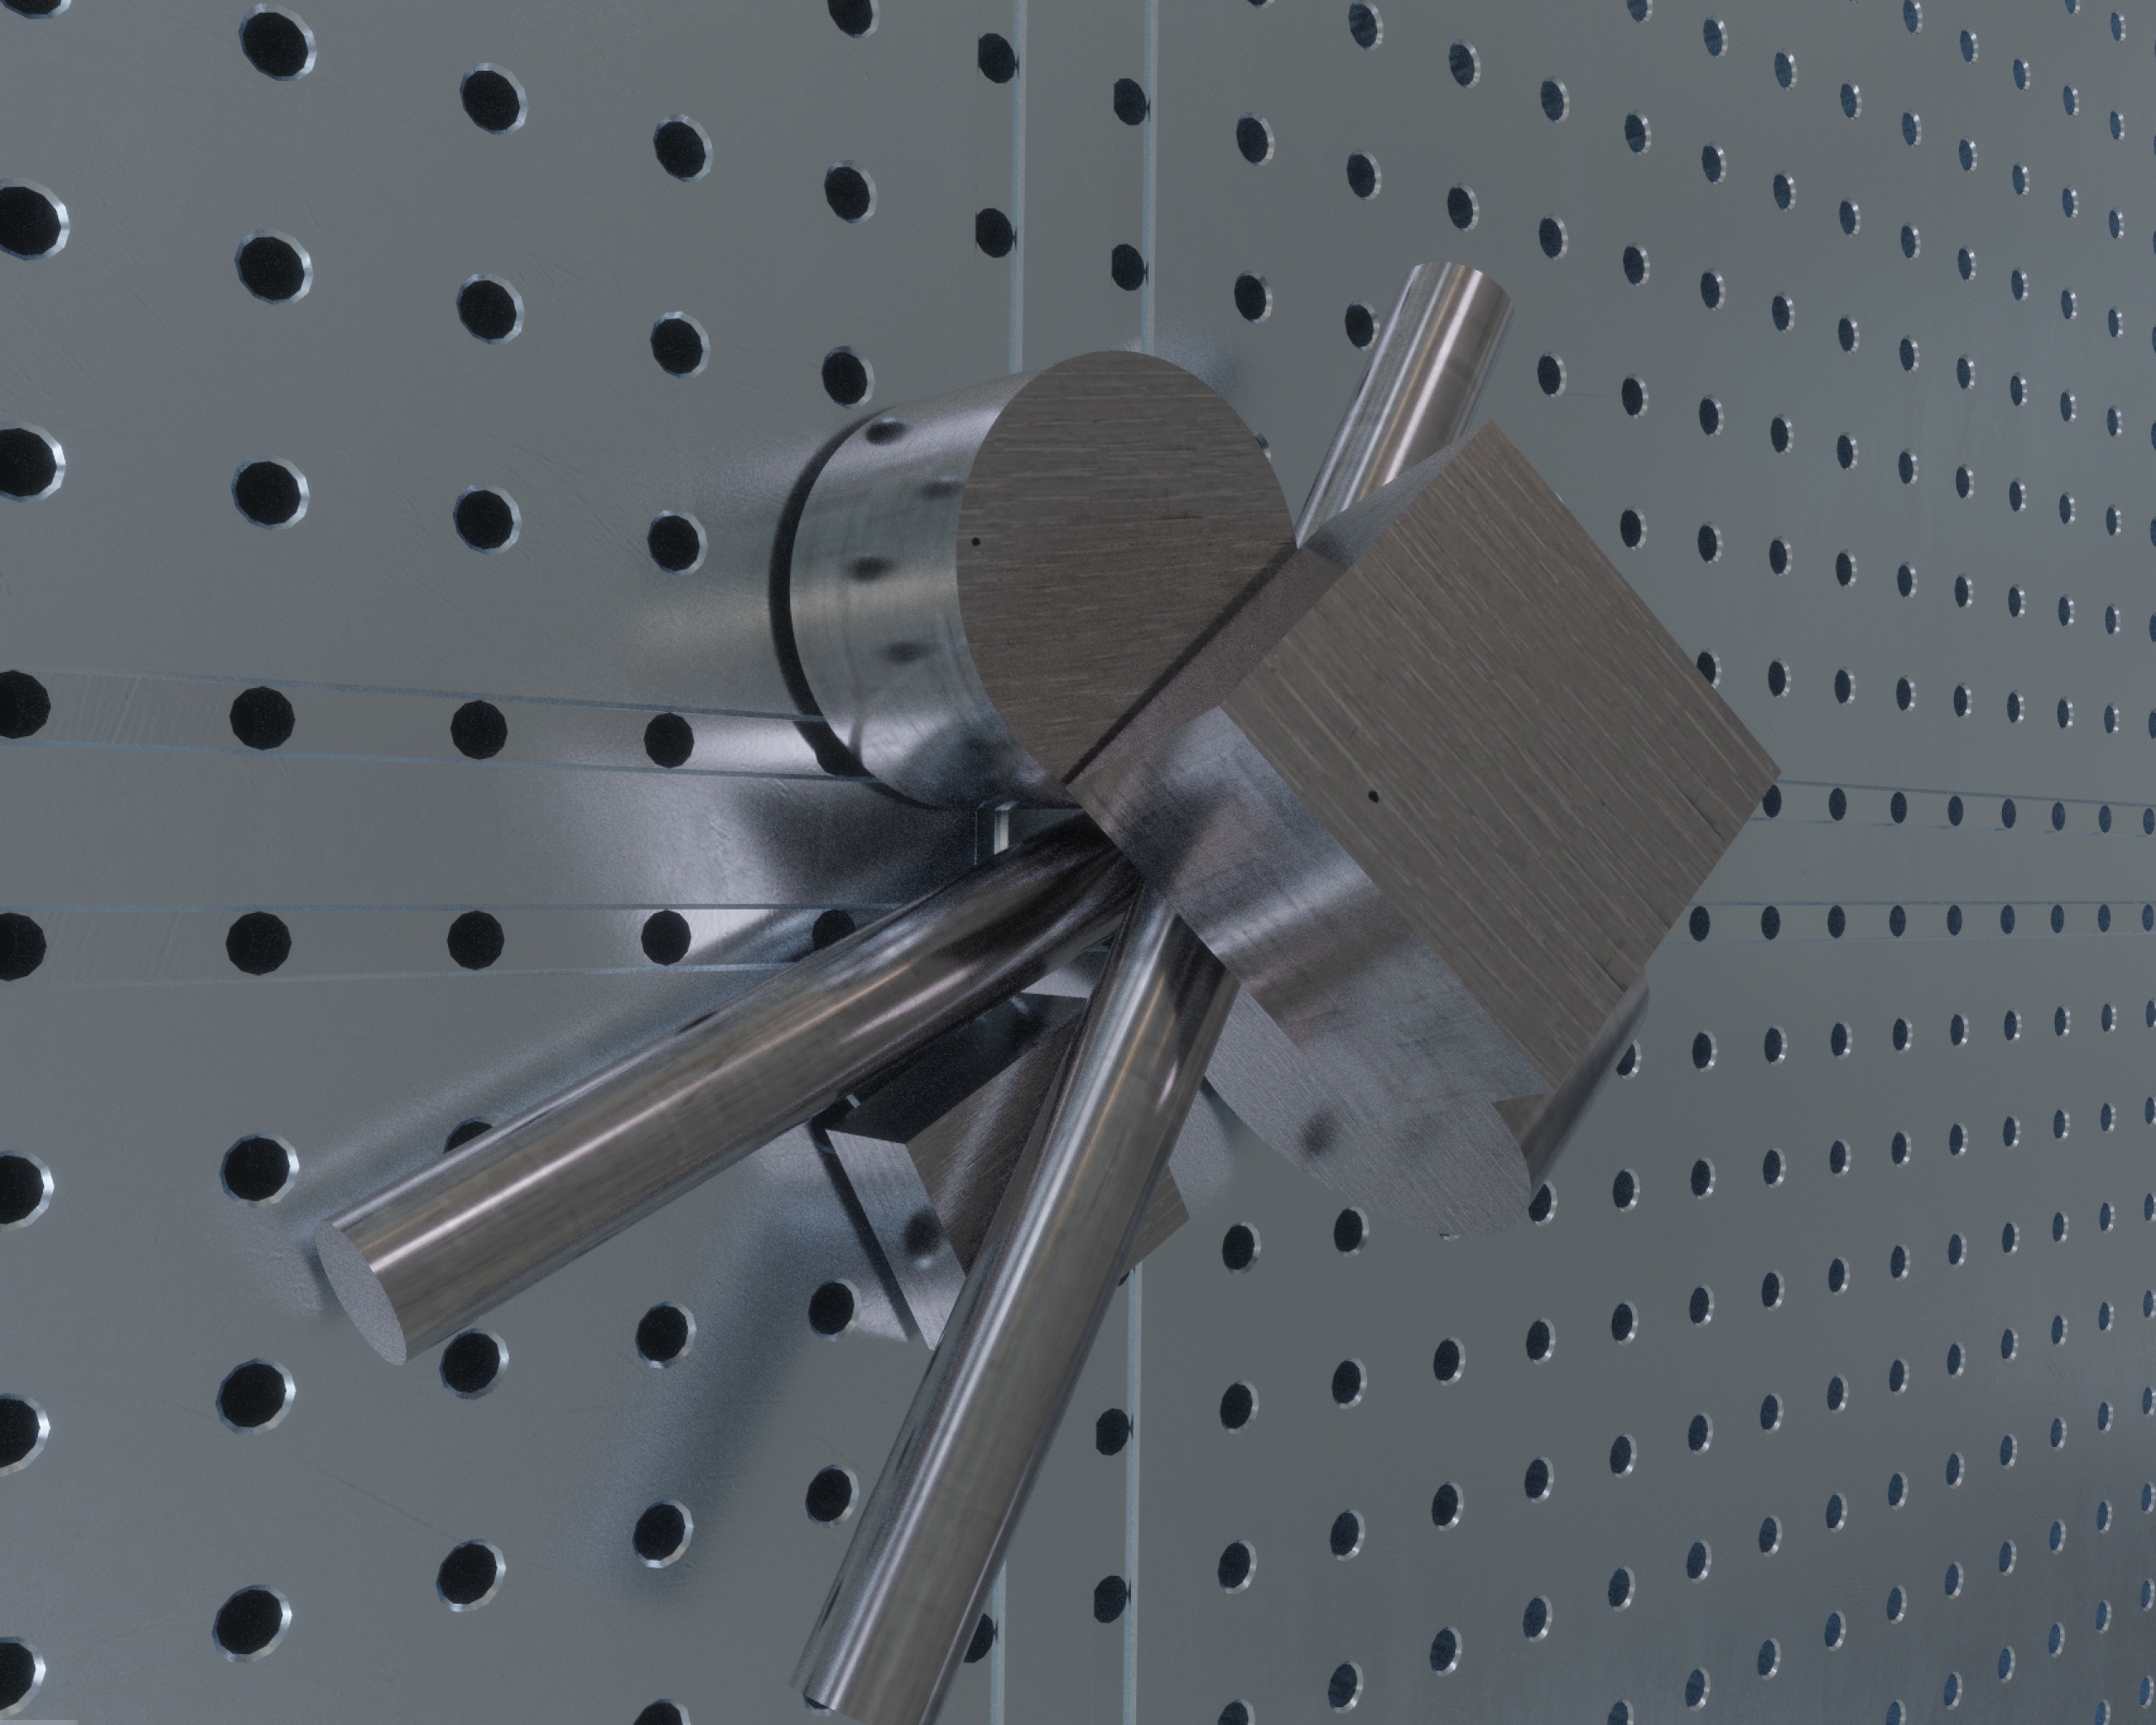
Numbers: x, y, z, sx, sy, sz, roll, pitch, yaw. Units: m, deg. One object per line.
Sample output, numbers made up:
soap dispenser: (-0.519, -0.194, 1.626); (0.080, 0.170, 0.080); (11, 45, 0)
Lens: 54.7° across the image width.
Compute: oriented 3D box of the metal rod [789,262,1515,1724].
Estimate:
metal rod: (0.022, 0.011, 0.391); (0.025, 0.025, 0.300); (38, 67, -34)

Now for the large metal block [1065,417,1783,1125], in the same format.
large metal block: (0.060, -0.014, 0.356); (0.080, 0.050, 0.080); (48, 61, -10)

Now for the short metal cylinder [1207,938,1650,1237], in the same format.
short metal cylinder: (0.068, 0.031, 0.427); (0.050, 0.080, 0.080); (-50, 120, -27)

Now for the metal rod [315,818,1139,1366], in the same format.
metal rod: (-0.002, 0.005, 0.403); (0.302, 0.025, 0.025); (-29, 109, -36)

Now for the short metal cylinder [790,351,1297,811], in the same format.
short metal cylinder: (-0.005, -0.050, 0.384); (0.081, 0.050, 0.079); (0, 90, -40)

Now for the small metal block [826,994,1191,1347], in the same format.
small metal block: (-0.012, 0.059, 0.395); (0.050, 0.025, 0.050); (-35, 112, -35)
